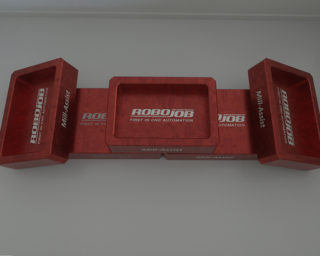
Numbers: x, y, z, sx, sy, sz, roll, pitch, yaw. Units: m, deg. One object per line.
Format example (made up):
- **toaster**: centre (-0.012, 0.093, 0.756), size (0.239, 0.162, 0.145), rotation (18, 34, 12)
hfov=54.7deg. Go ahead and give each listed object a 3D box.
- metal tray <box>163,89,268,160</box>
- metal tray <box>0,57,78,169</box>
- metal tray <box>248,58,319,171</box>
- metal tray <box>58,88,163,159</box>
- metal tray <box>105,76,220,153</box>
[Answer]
- **metal tray**: centre (0.070, -0.005, 0.408), size (0.131, 0.030, 0.090), rotation (0, 70, 0)
- **metal tray**: centre (-0.154, -0.017, 0.392), size (0.090, 0.030, 0.130), rotation (-9, 68, 24)
- **metal tray**: centre (0.161, -0.016, 0.392), size (0.091, 0.030, 0.130), rotation (10, 67, -26)
- **metal tray**: centre (-0.061, -0.006, 0.408), size (0.131, 0.030, 0.090), rotation (0, 70, 0)
- **metal tray**: centre (0.003, -0.016, 0.379), size (0.131, 0.030, 0.090), rotation (1, 69, 0)
